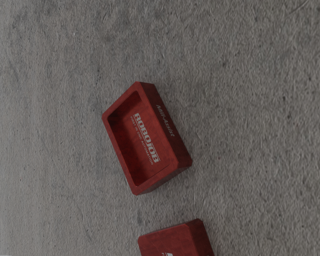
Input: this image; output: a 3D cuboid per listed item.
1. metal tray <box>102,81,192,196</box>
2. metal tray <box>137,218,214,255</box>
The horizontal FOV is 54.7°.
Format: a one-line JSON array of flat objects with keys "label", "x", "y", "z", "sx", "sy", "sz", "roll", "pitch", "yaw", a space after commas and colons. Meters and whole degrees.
[{"label": "metal tray", "x": -0.022, "y": 0.014, "z": 0.420, "sx": 0.090, "sy": 0.030, "sz": 0.130, "roll": -39, "pitch": 66, "yaw": 33}, {"label": "metal tray", "x": 0.030, "y": 0.186, "z": 0.377, "sx": 0.090, "sy": 0.030, "sz": 0.129, "roll": -29, "pitch": 72, "yaw": 36}]
